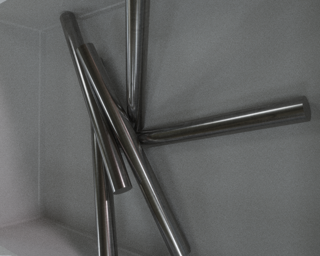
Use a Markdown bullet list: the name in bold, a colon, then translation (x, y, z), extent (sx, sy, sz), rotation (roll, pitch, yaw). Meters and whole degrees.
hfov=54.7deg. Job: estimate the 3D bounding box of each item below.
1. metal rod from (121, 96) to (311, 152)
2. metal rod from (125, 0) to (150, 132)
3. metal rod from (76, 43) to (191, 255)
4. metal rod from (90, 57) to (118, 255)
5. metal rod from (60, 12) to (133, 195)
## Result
- **metal rod**: translation (0.024, 0.006, 0.385), extent (0.300, 0.025, 0.025), rotation (-12, 83, 39)
- **metal rod**: translation (-0.024, -0.109, 0.332), extent (0.025, 0.025, 0.298), rotation (42, 145, 31)
- **metal rod**: translation (-0.037, 0.024, 0.403), extent (0.025, 0.025, 0.299), rotation (-31, 81, 35)
- **metal rod**: translation (-0.083, 0.032, 0.436), extent (0.025, 0.025, 0.299), rotation (-25, 64, 37)
- **metal rod**: translation (-0.097, -0.050, 0.440), extent (0.025, 0.025, 0.299), rotation (-38, 62, 33)
